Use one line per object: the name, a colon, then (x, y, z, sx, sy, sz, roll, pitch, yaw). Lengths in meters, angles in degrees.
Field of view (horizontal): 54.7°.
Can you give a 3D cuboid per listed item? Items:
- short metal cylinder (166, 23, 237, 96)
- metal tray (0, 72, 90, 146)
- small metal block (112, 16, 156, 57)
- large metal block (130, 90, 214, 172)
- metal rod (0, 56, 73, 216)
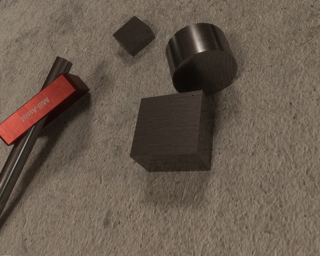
short metal cylinder: (0.051, -0.084, 0.392, 0.080, 0.080, 0.050, -21, 54, 15)
metal tray: (-0.174, -0.030, 0.472, 0.130, 0.090, 0.030, -39, 96, 2)
small metal block: (-0.044, -0.154, 0.520, 0.050, 0.025, 0.050, -41, 51, -1)
large metal block: (0.018, 0.006, 0.374, 0.080, 0.050, 0.080, -5, 59, 25)
metal rod: (-0.202, 0.035, 0.450, 0.025, 0.025, 0.299, 19, 83, 35)
